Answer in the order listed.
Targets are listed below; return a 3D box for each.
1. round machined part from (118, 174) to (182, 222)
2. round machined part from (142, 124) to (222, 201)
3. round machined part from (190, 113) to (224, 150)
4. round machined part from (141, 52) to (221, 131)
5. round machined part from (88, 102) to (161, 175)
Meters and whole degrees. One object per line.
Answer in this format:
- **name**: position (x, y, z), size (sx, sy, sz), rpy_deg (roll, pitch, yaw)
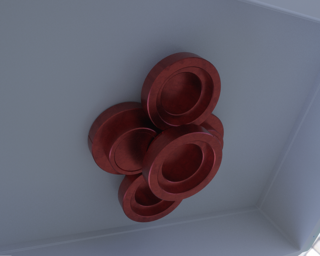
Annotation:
- **round machined part**: position (-0.013, 0.083, 0.441), size (0.099, 0.042, 0.097), rpy_deg (-14, 125, -21)
- **round machined part**: position (0.023, 0.037, 0.378), size (0.099, 0.042, 0.097), rpy_deg (-14, 125, -21)
- **round machined part**: position (0.050, 0.023, 0.438), size (0.099, 0.042, 0.097), rpy_deg (-14, 125, -21)
- **round machined part**: position (0.022, -0.046, 0.380), size (0.099, 0.042, 0.097), rpy_deg (-14, 125, -21)
- **round machined part**: position (-0.037, 0.020, 0.389), size (0.099, 0.042, 0.097), rpy_deg (-14, 125, -21)
